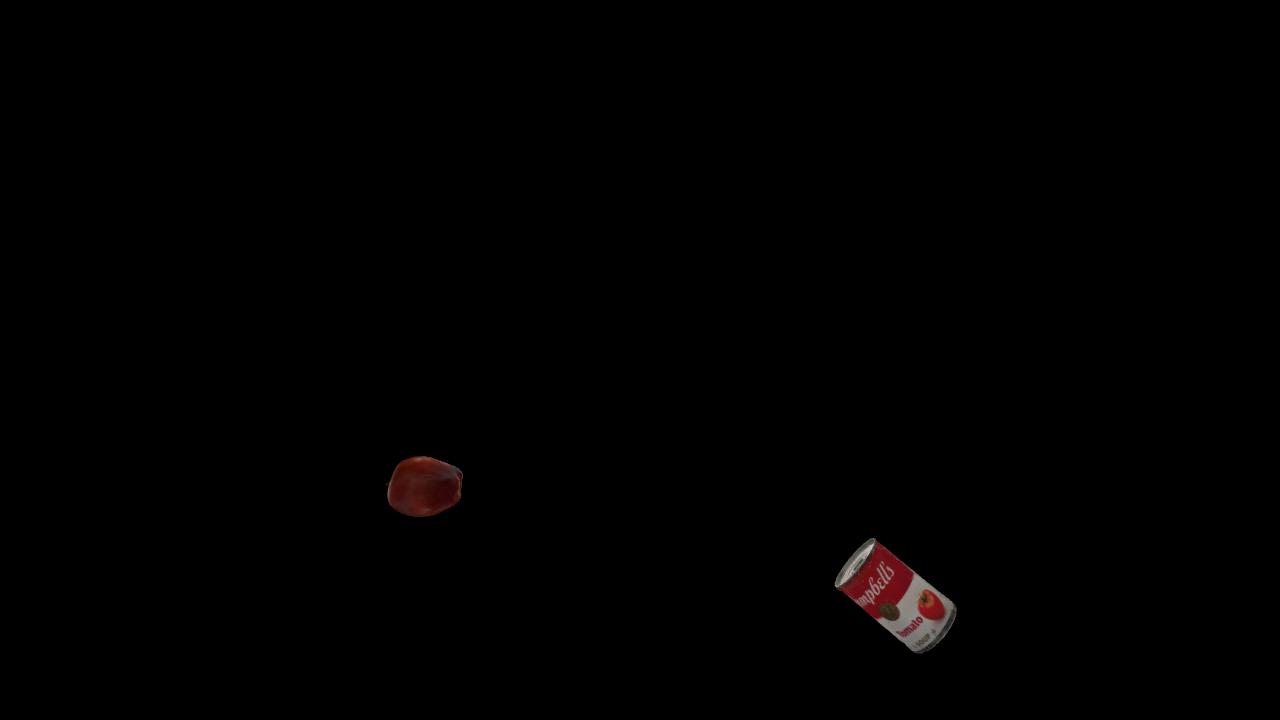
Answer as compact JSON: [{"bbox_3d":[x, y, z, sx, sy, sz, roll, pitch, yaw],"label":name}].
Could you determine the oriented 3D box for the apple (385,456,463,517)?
[{"bbox_3d":[-0.278,0.164,0.791,0.093,0.079,0.079,6,-1,-8],"label":"apple"}]

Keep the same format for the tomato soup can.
[{"bbox_3d":[0.268,0.248,0.649,0.101,0.068,0.068,39,11,14],"label":"tomato soup can"}]
